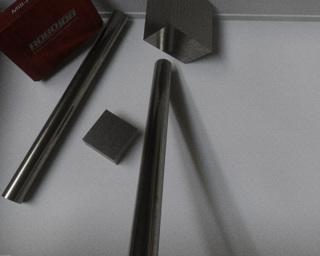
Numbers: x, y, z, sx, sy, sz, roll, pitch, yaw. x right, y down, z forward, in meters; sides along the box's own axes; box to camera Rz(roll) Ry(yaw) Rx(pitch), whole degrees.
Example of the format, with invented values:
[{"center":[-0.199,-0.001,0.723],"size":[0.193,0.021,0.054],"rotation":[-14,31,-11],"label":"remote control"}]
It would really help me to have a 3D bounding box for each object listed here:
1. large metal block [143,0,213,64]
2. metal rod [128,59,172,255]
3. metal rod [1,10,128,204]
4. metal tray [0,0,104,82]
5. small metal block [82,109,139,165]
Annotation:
[{"center":[0.027,-0.148,0.428],"size":[0.080,0.050,0.080],"rotation":[20,65,-39],"label":"large metal block"},{"center":[-0.006,0.018,0.340],"size":[0.025,0.025,0.300],"rotation":[4,46,1],"label":"metal rod"},{"center":[-0.120,-0.042,0.423],"size":[0.025,0.025,0.300],"rotation":[23,71,7],"label":"metal rod"},{"center":[-0.148,-0.135,0.412],"size":[0.130,0.090,0.030],"rotation":[-44,60,-8],"label":"metal tray"},{"center":[-0.063,0.012,0.405],"size":[0.050,0.025,0.050],"rotation":[32,73,10],"label":"small metal block"}]
